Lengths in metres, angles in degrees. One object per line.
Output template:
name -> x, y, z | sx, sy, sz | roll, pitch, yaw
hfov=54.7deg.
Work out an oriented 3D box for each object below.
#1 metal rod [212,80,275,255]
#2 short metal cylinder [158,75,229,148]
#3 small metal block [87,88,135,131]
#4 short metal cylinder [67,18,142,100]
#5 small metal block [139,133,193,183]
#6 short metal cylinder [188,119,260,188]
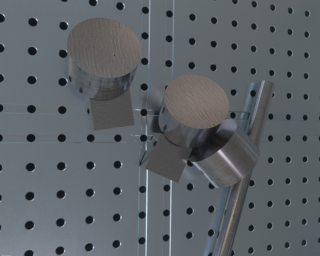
metal rod -> 0.120, 0.074, 0.457 | 0.025, 0.025, 0.299 | 19, 84, -19
short metal cylinder -> 0.041, -0.021, 0.396 | 0.081, 0.050, 0.080 | 4, 59, -7
small metal block -> -0.063, -0.025, 0.390 | 0.050, 0.025, 0.050 | -9, 93, -20
short metal cylinder -> -0.066, -0.079, 0.360 | 0.081, 0.050, 0.080 | 6, 65, -14
small metal block -> 0.008, 0.040, 0.416 | 0.050, 0.025, 0.050 | 27, 81, -18
short metal cylinder -> 0.084, 0.033, 0.415 | 0.080, 0.080, 0.050 | -46, 105, -14
